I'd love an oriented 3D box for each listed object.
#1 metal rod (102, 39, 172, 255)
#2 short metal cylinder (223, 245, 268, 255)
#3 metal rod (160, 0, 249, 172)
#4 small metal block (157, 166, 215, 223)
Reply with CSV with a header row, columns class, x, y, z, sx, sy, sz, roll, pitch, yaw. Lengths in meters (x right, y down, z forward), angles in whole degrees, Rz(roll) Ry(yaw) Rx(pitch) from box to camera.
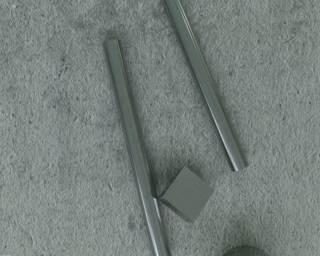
class,x,y,z,sx,sy,sz,roll,pitch,yaw
metal rod,-0.029,0.032,0.409,0.025,0.025,0.298,-13,90,0
short metal cylinder,0.117,0.201,0.399,0.081,0.050,0.079,0,90,-1
metal rod,0.049,-0.085,0.410,0.025,0.025,0.299,-23,90,0
small metal block,0.034,0.086,0.402,0.050,0.025,0.050,39,66,-1
